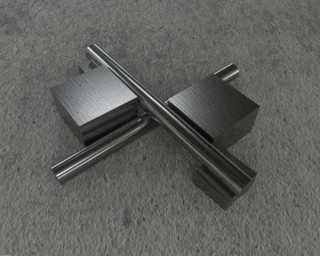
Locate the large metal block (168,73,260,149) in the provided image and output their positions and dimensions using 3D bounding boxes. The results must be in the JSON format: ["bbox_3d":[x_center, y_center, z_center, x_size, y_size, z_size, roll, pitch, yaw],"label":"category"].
[{"bbox_3d":[0.066,-0.015,0.402,0.081,0.050,0.080,-32,57,-24],"label":"large metal block"}]

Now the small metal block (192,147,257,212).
[{"bbox_3d":[0.074,0.058,0.357,0.050,0.025,0.050,-36,59,-26],"label":"small metal block"}]

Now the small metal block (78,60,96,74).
[{"bbox_3d":[-0.089,-0.084,0.476,0.050,0.025,0.050,-30,56,-23],"label":"small metal block"}]

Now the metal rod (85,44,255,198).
[{"bbox_3d":[-0.006,-0.026,0.393,0.025,0.025,0.300,-32,57,-24],"label":"metal rod"}]

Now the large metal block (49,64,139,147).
[{"bbox_3d":[-0.085,-0.029,0.410,0.081,0.050,0.080,-30,56,-23],"label":"large metal block"}]

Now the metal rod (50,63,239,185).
[{"bbox_3d":[-0.003,-0.017,0.420,0.302,0.025,0.025,-32,57,-24],"label":"metal rod"}]
